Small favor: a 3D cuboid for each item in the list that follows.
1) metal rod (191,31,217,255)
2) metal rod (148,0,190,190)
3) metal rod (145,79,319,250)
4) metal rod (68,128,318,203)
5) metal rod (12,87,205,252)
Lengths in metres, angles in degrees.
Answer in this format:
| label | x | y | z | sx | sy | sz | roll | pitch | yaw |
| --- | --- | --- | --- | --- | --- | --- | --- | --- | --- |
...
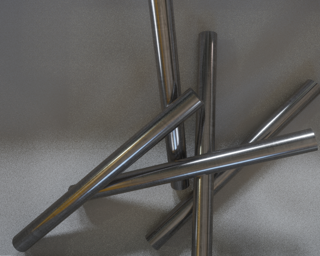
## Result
| label | x | y | z | sx | sy | sz | roll | pitch | yaw |
| --- | --- | --- | --- | --- | --- | --- | --- | --- | --- |
| metal rod | 0.057 | 0.024 | 0.393 | 0.025 | 0.025 | 0.298 | 3 | 83 | 0 |
| metal rod | 0.010 | -0.058 | 0.350 | 0.025 | 0.025 | 0.298 | -7 | 115 | 0 |
| metal rod | 0.097 | 0.048 | 0.411 | 0.300 | 0.025 | 0.025 | -44 | 90 | 0 |
| metal rod | 0.025 | 0.050 | 0.372 | 0.301 | 0.025 | 0.025 | -15 | 90 | 15 |
| metal rod | -0.071 | 0.059 | 0.371 | 0.300 | 0.025 | 0.025 | -40 | 90 | 14 |
